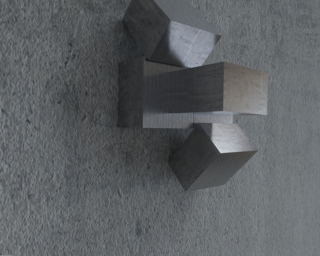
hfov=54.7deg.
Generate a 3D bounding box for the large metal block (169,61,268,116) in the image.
[{"bbox_3d":[0.068,-0.041,0.365,0.081,0.080,0.050,2,89,-40],"label":"large metal block"}]

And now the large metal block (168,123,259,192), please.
[{"bbox_3d":[0.072,0.039,0.425,0.081,0.080,0.050,1,46,-41],"label":"large metal block"}]

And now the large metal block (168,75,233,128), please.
[{"bbox_3d":[0.058,-0.039,0.439,0.081,0.050,0.079,1,90,-40],"label":"large metal block"}]

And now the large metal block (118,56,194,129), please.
[{"bbox_3d":[-0.004,-0.040,0.386,0.081,0.050,0.079,1,90,-40],"label":"large metal block"}]

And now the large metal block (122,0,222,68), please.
[{"bbox_3d":[0.013,-0.121,0.375,0.081,0.050,0.080,1,46,-40],"label":"large metal block"}]
